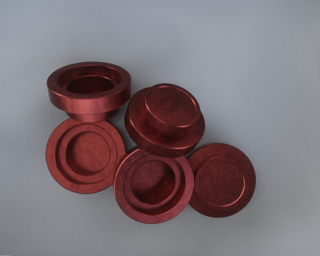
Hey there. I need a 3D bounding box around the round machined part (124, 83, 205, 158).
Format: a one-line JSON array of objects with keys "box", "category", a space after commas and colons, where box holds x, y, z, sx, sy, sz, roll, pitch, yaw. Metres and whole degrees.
[{"box": [0.010, -0.016, 0.374, 0.099, 0.042, 0.098, 11, 49, -13], "category": "round machined part"}]

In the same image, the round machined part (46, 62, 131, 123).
[{"box": [-0.085, -0.043, 0.382, 0.099, 0.098, 0.042, 3, 126, -1], "category": "round machined part"}]

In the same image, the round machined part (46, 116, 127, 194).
[{"box": [-0.091, 0.032, 0.399, 0.099, 0.042, 0.097, 0, 90, -1], "category": "round machined part"}]

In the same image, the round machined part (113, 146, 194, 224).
[{"box": [-0.010, 0.066, 0.390, 0.099, 0.042, 0.097, -2, 96, -13], "category": "round machined part"}]

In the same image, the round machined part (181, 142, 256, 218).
[{"box": [0.076, 0.068, 0.402, 0.099, 0.042, 0.097, 0, 90, -1], "category": "round machined part"}]
